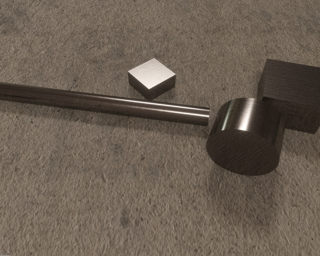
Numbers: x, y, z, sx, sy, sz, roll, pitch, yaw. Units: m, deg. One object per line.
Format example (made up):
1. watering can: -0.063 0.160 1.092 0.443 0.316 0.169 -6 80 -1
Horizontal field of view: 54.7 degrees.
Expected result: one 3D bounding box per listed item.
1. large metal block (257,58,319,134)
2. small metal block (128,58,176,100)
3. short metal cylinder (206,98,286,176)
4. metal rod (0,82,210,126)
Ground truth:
1. large metal block: 0.180 -0.045 0.427 0.080 0.050 0.080 12 51 10
2. small metal block: -0.012 -0.073 0.465 0.050 0.025 0.050 -33 58 -25
3. short metal cylinder: 0.100 0.011 0.359 0.080 0.080 0.050 17 52 13
4. metal rod: -0.084 -0.034 0.430 0.302 0.025 0.025 7 50 5
